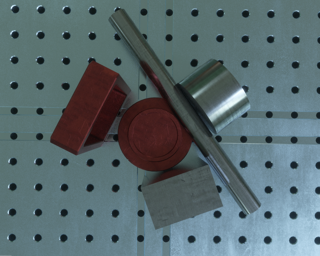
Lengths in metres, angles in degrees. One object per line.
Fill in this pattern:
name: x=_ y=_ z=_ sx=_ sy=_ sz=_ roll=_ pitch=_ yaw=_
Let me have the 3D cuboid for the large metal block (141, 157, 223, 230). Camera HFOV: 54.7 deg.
large metal block: x=0.024 y=0.077 z=0.386 sx=0.080 sy=0.080 sz=0.050 roll=-19 pitch=90 yaw=0

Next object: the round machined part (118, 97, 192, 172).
round machined part: x=-0.006 y=0.009 z=0.404 sx=0.099 sy=0.042 sz=0.097 roll=0 pitch=90 yaw=-1

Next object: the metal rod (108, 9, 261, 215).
metal rod: x=0.032 y=-0.020 z=0.393 sx=0.025 sy=0.025 sz=0.299 roll=-35 pitch=90 yaw=0

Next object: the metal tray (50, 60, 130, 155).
metal tray: x=-0.073 y=-0.020 z=0.360 sx=0.030 sy=0.130 sz=0.090 roll=27 pitch=90 yaw=0

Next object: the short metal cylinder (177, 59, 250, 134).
short metal cylinder: x=0.066 y=-0.039 z=0.386 sx=0.050 sy=0.080 sz=0.080 roll=-37 pitch=90 yaw=0
